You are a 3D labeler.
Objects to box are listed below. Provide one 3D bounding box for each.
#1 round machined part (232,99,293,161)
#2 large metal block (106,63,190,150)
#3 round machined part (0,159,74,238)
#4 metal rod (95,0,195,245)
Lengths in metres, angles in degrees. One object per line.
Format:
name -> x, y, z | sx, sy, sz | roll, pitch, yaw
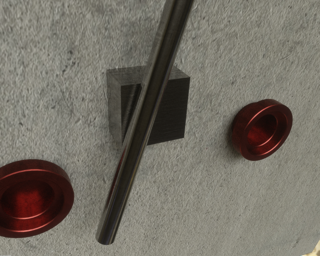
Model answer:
round machined part -> 0.151, -0.001, 0.478 | 0.099, 0.042, 0.097 | -14, 124, -21
large metal block -> -0.015, -0.027, 0.366 | 0.081, 0.050, 0.079 | -11, 123, -23
round machined part -> -0.154, 0.076, 0.359 | 0.099, 0.042, 0.097 | -14, 124, -21
metal rod -> -0.024, 0.008, 0.333 | 0.025, 0.025, 0.298 | 5, 116, -31
